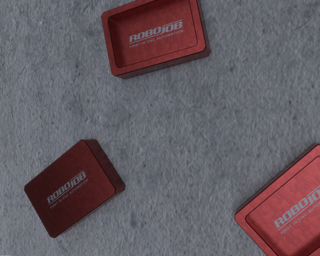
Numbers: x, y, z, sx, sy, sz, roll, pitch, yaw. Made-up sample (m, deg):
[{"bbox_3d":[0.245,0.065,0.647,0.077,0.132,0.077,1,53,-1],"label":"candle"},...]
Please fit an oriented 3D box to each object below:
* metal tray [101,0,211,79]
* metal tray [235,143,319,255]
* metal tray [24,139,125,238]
[{"bbox_3d":[-0.007,-0.124,0.407,0.130,0.030,0.089,-12,86,19],"label":"metal tray"},{"bbox_3d":[0.162,0.091,0.349,0.130,0.030,0.090,-46,76,14],"label":"metal tray"},{"bbox_3d":[-0.126,0.087,0.449,0.130,0.030,0.090,-37,78,15],"label":"metal tray"}]
